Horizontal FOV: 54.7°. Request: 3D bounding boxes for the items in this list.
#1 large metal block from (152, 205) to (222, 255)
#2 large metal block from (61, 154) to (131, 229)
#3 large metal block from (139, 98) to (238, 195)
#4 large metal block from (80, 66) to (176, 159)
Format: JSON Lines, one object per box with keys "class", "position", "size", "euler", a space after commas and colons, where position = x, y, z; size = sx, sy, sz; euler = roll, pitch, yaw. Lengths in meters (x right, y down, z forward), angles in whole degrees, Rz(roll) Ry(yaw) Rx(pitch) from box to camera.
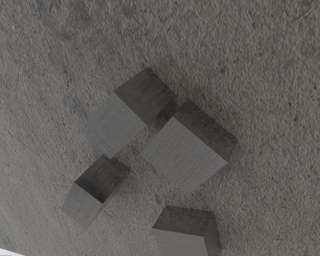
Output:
{"class": "large metal block", "position": [0.043, 0.170, 0.473], "size": [0.080, 0.050, 0.080], "euler": [-1, 118, 28]}
{"class": "large metal block", "position": [-0.099, 0.096, 0.483], "size": [0.050, 0.080, 0.079], "euler": [37, 129, 4]}
{"class": "large metal block", "position": [0.035, 0.024, 0.387], "size": [0.080, 0.050, 0.080], "euler": [41, 129, 0]}
{"class": "large metal block", "position": [-0.038, -0.019, 0.379], "size": [0.050, 0.080, 0.080], "euler": [46, 129, -4]}
